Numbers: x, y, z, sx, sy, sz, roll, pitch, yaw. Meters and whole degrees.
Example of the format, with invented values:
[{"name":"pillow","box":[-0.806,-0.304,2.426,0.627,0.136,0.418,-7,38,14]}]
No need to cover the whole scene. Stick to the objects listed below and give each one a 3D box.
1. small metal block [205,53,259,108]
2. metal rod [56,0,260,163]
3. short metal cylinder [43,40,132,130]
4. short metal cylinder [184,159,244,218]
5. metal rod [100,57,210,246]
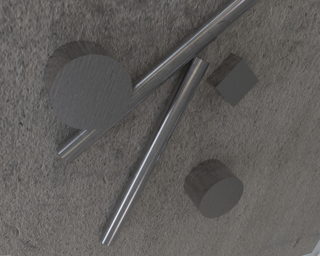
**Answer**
[{"name":"small metal block","box":[0.099,-0.064,0.421,0.050,0.025,0.050,-48,129,5]},{"name":"metal rod","box":[0.000,-0.066,0.366,0.300,0.025,0.025,-41,130,-1]},{"name":"short metal cylinder","box":[-0.075,-0.045,0.322,0.081,0.050,0.079,-14,124,-21]},{"name":"short metal cylinder","box":[0.086,0.097,0.498,0.081,0.050,0.079,-14,124,-21]},{"name":"metal rod","box":[-0.014,0.042,0.424,0.025,0.025,0.298,15,111,-35]}]
